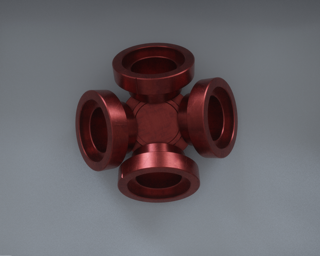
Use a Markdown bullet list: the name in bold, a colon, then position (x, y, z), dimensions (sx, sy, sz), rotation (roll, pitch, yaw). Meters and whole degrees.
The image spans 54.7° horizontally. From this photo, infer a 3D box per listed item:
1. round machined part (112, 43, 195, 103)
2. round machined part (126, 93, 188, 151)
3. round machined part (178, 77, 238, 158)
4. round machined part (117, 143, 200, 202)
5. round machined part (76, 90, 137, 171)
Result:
- **round machined part**: position (-0.007, -0.066, 0.382), dimensions (0.099, 0.098, 0.042), rotation (-4, 128, -1)
- **round machined part**: position (-0.003, -0.006, 0.401), dimensions (0.099, 0.042, 0.097), rotation (0, 90, -1)
- **round machined part**: position (0.058, -0.012, 0.384), dimensions (0.042, 0.099, 0.097), rotation (-3, 90, 36)
- **round machined part**: position (-0.002, 0.054, 0.382), dimensions (0.099, 0.097, 0.042), rotation (-1, 54, -1)
- **round machined part**: position (-0.064, 0.002, 0.382), dimensions (0.042, 0.098, 0.097), rotation (-7, 90, -38)
